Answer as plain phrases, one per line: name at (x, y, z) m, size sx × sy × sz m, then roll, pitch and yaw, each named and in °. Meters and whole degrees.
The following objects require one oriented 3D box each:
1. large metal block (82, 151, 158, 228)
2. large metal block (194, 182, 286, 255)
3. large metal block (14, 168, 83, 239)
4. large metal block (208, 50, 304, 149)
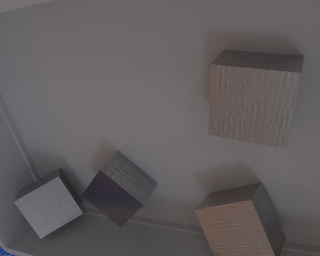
large metal block at (-0.063, 0.096, 0.484) m, size 0.080 × 0.050 × 0.080 m, roll 39°, pitch 129°, yaw 1°
large metal block at (0.104, 0.125, 0.403) m, size 0.080 × 0.050 × 0.080 m, roll -22°, pitch 93°, yaw 35°
large metal block at (-0.192, 0.130, 0.544) m, size 0.080 × 0.050 × 0.080 m, roll -30°, pitch 106°, yaw -9°
large metal block at (0.098, -0.032, 0.321) m, size 0.080 × 0.050 × 0.079 m, roll 10°, pitch 123°, yaw 22°
